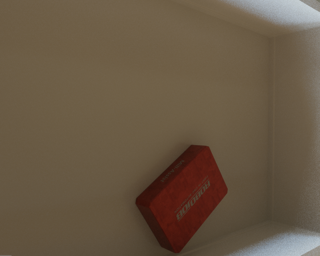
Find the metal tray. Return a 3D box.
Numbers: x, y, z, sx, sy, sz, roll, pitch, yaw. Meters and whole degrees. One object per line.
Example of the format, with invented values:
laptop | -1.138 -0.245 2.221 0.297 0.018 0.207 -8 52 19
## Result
metal tray | 0.036 0.095 0.436 0.131 0.030 0.090 -40 115 -33
